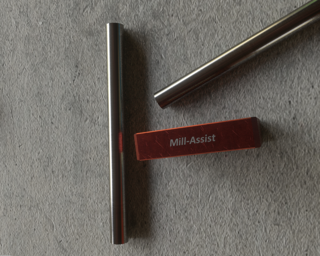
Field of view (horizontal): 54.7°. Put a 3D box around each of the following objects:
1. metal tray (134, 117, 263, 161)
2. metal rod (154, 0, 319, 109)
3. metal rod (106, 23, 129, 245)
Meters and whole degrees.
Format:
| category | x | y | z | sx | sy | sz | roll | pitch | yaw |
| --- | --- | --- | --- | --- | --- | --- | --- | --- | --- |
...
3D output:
| category | x | y | z | sx | sy | sz | roll | pitch | yaw |
| --- | --- | --- | --- | --- | --- | --- | --- | --- | --- |
| metal tray | 0.048 | 0.012 | 0.357 | 0.130 | 0.090 | 0.030 | -8 | 88 | 19 |
| metal rod | 0.125 | -0.105 | 0.364 | 0.300 | 0.025 | 0.025 | -29 | 81 | 17 |
| metal rod | -0.059 | 0.007 | 0.428 | 0.025 | 0.025 | 0.298 | -1 | 90 | 19 |
